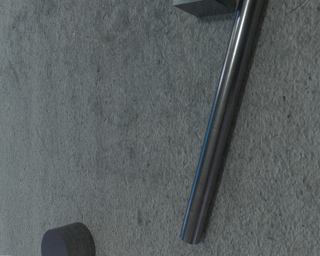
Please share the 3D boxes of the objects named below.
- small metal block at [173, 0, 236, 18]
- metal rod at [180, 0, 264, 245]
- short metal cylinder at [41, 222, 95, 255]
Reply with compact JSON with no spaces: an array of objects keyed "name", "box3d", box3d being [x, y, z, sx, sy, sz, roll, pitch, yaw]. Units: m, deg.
[{"name":"small metal block","box3d":[0.051,-0.146,0.347,0.050,0.050,0.025,8,96,39]},{"name":"metal rod","box3d":[0.068,-0.009,0.348,0.025,0.025,0.298,21,103,38]},{"name":"short metal cylinder","box3d":[-0.153,0.203,0.515,0.080,0.050,0.079,0,90,40]}]
